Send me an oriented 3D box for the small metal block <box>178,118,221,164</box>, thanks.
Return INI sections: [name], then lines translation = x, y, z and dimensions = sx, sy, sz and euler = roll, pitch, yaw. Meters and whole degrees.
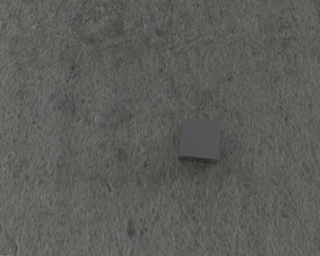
[small metal block]
translation = 0.051, 0.017, 0.402
dimensions = 0.050, 0.025, 0.050
euler = 6, 70, 2
